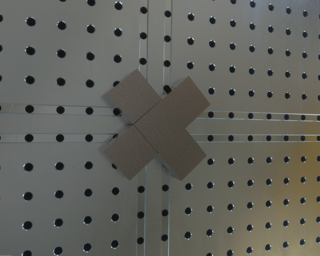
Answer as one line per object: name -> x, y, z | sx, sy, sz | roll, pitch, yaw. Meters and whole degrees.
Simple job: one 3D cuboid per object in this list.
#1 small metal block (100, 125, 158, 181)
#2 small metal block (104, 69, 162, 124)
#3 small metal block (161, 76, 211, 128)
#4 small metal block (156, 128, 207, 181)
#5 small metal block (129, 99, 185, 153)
small metal block -> -0.040, 0.031, 0.399 | 0.050, 0.025, 0.050 | -43, 104, -15
small metal block -> -0.035, -0.040, 0.400 | 0.050, 0.025, 0.050 | -43, 104, -15
small metal block -> 0.032, -0.035, 0.425 | 0.050, 0.025, 0.050 | -43, 104, -15
small metal block -> 0.027, 0.035, 0.424 | 0.050, 0.025, 0.050 | -43, 104, -15
small metal block -> -0.004, -0.002, 0.411 | 0.050, 0.025, 0.050 | -43, 104, -15
